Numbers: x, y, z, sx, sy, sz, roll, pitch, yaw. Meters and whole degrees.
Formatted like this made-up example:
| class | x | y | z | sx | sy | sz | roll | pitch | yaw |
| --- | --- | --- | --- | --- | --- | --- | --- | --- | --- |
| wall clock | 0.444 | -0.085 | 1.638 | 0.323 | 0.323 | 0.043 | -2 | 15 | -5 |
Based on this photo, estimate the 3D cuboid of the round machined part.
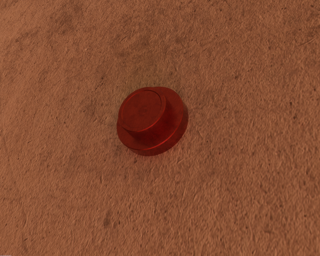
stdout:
| class | x | y | z | sx | sy | sz | roll | pitch | yaw |
| --- | --- | --- | --- | --- | --- | --- | --- | --- | --- |
| round machined part | -0.016 | -0.015 | 0.410 | 0.098 | 0.042 | 0.098 | -13 | 56 | 20 |
